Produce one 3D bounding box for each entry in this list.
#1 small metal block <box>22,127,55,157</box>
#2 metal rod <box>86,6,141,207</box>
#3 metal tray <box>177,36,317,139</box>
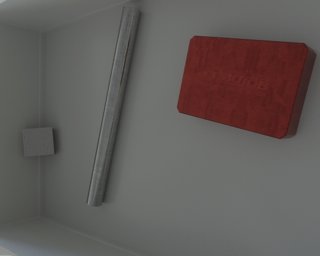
[{"bbox_3d":[-0.221,0.026,0.566,0.025,0.050,0.050,157,107,-72],"label":"small metal block"},{"bbox_3d":[-0.072,-0.025,0.463,0.025,0.025,0.298,20,103,38],"label":"metal rod"},{"bbox_3d":[0.085,-0.047,0.332,0.130,0.030,0.089,18,101,38],"label":"metal tray"}]
